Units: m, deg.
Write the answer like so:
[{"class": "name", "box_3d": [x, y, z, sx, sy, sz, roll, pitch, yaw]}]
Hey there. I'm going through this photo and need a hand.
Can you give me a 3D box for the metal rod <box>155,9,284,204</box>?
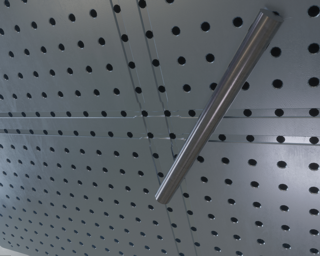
[{"class": "metal rod", "box_3d": [0.055, 0.000, 0.382, 0.025, 0.025, 0.298, 31, 129, 8]}]
